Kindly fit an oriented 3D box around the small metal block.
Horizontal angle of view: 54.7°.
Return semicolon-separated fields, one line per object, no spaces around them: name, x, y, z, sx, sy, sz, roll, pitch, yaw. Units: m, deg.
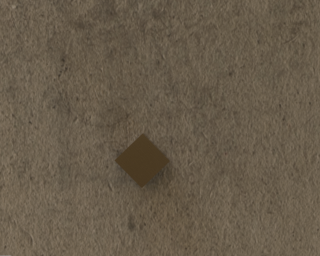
small metal block;-0.023;0.042;0.410;0.050;0.025;0.050;-44;91;0
